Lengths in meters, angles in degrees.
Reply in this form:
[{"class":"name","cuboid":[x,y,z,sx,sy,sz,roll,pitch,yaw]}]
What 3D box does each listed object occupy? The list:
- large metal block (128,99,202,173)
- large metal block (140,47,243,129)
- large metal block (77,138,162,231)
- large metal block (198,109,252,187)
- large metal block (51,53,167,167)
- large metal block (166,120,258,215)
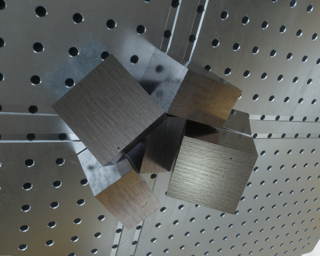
[{"class":"large metal block","cuboid":[0.009,0.010,0.405,0.081,0.050,0.079,1,118,-29]},{"class":"large metal block","cuboid":[0.033,-0.047,0.364,0.081,0.080,0.050,14,111,-34]},{"class":"large metal block","cuboid":[-0.051,0.066,0.386,0.050,0.080,0.080,-35,130,-6]},{"class":"large metal block","cuboid":[0.085,0.022,0.424,0.050,0.080,0.079,17,114,6]},{"class":"large metal block","cuboid":[-0.050,-0.017,0.329,0.080,0.080,0.050,-42,174,0]},{"class":"large metal block","cuboid":[0.059,0.044,0.364,0.080,0.050,0.079,15,114,2]}]
